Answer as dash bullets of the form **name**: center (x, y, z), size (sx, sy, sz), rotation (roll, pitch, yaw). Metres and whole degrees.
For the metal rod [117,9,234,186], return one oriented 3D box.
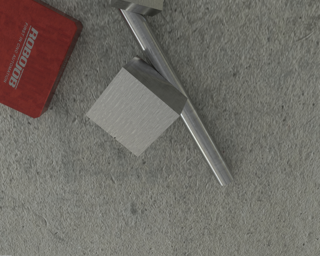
- **metal rod**: center (0.019, -0.048, 0.392), size (0.025, 0.025, 0.299), rotation (-28, 108, 9)

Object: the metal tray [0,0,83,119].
- **metal tray**: center (-0.162, -0.088, 0.373), size (0.090, 0.030, 0.129), rotation (27, 108, -10)

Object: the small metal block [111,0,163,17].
- **small metal block**: center (-0.023, -0.154, 0.335), size (0.050, 0.025, 0.050), rotation (3, 91, -28)

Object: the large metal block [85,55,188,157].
- **large metal block**: center (-0.027, -0.026, 0.372), size (0.080, 0.050, 0.080), rotation (40, 121, -8)
